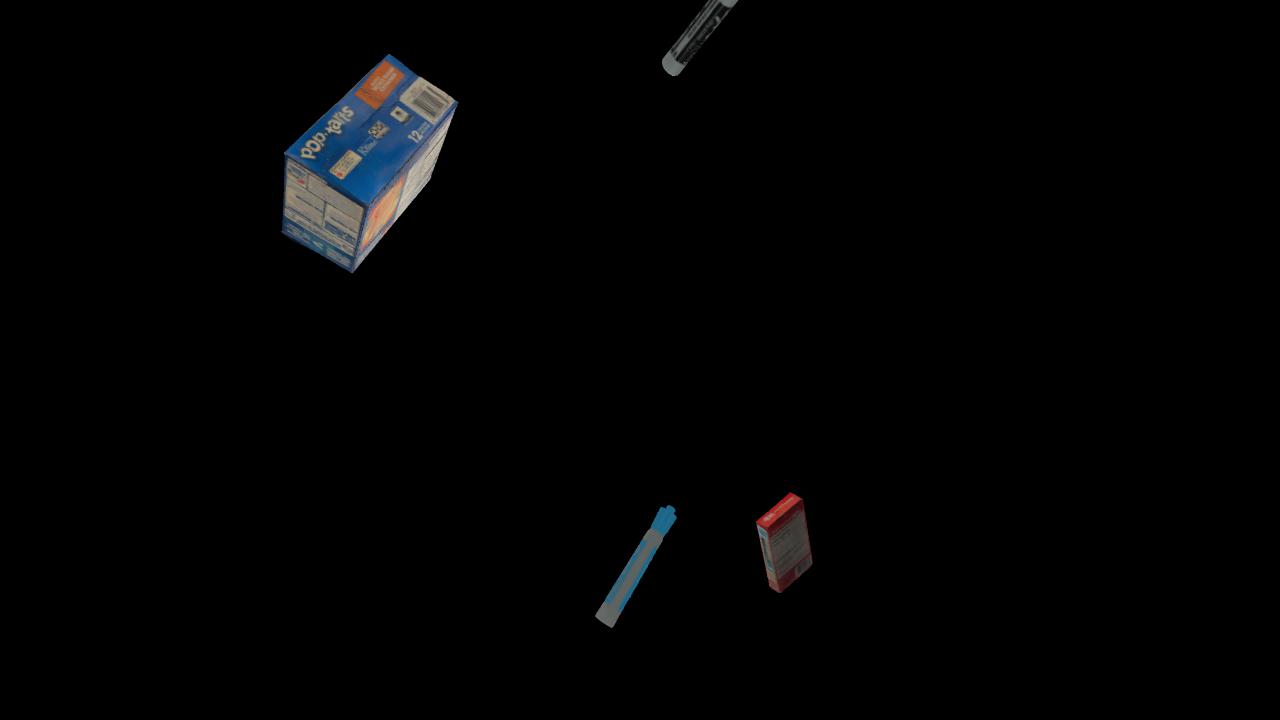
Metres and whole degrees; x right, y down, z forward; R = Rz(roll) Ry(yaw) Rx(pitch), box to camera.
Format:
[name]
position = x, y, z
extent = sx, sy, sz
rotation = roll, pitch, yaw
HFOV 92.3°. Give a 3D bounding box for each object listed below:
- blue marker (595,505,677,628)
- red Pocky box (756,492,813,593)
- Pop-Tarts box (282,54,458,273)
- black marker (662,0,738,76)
[blue marker]
position = -0.001, 0.188, 0.571
extent = 0.020, 0.121, 0.020
rotation = 29, -25, 15
[red Pocky box]
position = 0.232, 0.292, 0.979
extent = 0.083, 0.155, 0.028
rotation = -30, 33, -24
[Pop-Tarts box]
position = -0.279, -0.199, 0.635
extent = 0.083, 0.167, 0.141
rotation = 33, -33, -15
[black marker]
position = 0.056, -0.268, 0.479
extent = 0.020, 0.020, 0.121
rotation = 0, -16, -30
